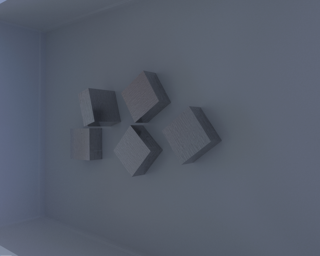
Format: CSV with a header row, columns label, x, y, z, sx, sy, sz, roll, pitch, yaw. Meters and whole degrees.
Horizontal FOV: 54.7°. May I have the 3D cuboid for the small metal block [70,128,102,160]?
label,x,y,z,sx,sy,sz,roll,pitch,yaw
small metal block,-0.120,0.026,0.503,0.050,0.025,0.050,-1,89,39

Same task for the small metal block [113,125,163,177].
label,x,y,z,sx,sy,sz,roll,pitch,yaw
small metal block,-0.031,0.031,0.431,0.050,0.025,0.050,50,119,28

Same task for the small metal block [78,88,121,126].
label,x,y,z,sx,sy,sz,roll,pitch,yaw
small metal block,-0.090,-0.030,0.462,0.025,0.050,0.050,-21,77,38

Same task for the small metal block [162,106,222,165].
label,x,y,z,sx,sy,sz,roll,pitch,yaw
small metal block,0.038,0.009,0.374,0.050,0.025,0.050,-43,64,31

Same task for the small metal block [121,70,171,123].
label,x,y,z,sx,sy,sz,roll,pitch,yaw
small metal block,-0.020,-0.041,0.421,0.050,0.025,0.050,-40,66,32
